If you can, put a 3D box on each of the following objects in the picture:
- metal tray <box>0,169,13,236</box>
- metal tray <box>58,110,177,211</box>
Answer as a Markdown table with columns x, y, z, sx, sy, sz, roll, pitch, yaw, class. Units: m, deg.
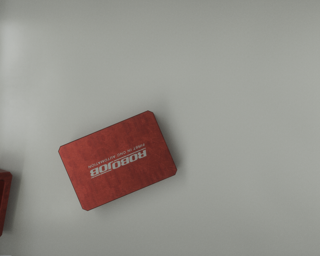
| x | y | z | sx | sy | sz | roll | pitch | yaw | class |
| --- | --- | --- | --- | --- | --- | --- | --- | --- | --- |
| -0.242 | 0.095 | 0.356 | 0.030 | 0.131 | 0.089 | 10 | 90 | 26 | metal tray |
| -0.054 | 0.042 | 0.408 | 0.131 | 0.030 | 0.090 | -23 | 90 | -1 | metal tray |
